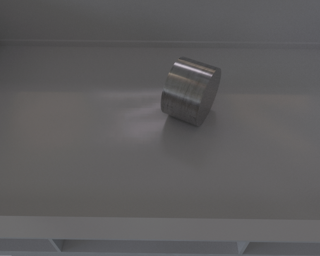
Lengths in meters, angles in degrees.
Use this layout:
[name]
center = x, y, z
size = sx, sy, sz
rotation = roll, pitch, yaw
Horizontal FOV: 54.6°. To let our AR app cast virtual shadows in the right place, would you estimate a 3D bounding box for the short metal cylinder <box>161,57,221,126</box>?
[short metal cylinder]
center = 0.042, -0.048, 0.410
size = 0.050, 0.080, 0.080
rotation = 22, 54, 18
